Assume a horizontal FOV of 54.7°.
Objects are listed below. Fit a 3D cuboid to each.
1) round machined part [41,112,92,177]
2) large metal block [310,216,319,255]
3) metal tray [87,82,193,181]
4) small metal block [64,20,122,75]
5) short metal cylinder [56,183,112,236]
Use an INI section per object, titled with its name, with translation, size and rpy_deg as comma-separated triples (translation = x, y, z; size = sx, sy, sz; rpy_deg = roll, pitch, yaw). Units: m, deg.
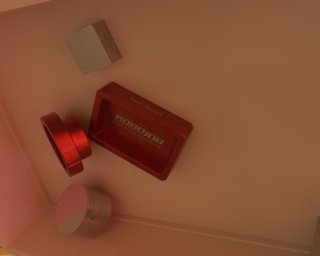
[round machined part]
translation = -0.136, 0.020, 0.461
size = 0.098, 0.042, 0.097
rpy_deg = 46, 152, 34
[large metal block]
translation = 0.216, 0.156, 0.350
size = 0.080, 0.080, 0.050
rpy_deg = 8, 122, 31
[metal tray]
translation = -0.031, 0.006, 0.423
size = 0.130, 0.030, 0.089
rpy_deg = 29, 128, 9
[small metal block]
translation = -0.084, -0.100, 0.389
size = 0.050, 0.025, 0.050
rpy_deg = -14, 112, 33
[short metal cylinder]
translation = -0.127, 0.136, 0.513
size = 0.080, 0.080, 0.050
rpy_deg = -18, 149, 34
